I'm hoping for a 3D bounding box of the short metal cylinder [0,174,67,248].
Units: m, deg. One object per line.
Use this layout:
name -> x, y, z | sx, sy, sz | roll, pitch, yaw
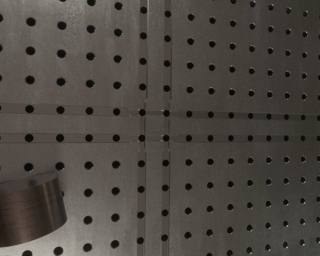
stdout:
short metal cylinder -> -0.145, 0.084, 0.330 | 0.081, 0.080, 0.050 | -12, 94, -20
